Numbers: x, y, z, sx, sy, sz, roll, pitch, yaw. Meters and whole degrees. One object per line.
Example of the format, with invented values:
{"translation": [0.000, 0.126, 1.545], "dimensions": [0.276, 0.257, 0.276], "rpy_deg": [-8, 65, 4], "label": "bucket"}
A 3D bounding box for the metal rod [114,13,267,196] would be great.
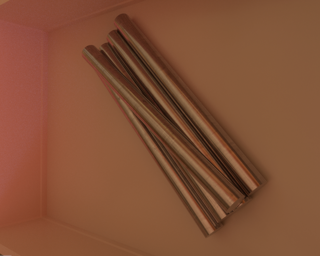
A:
{"translation": [0.023, -0.046, 0.387], "dimensions": [0.025, 0.025, 0.300], "rpy_deg": [-50, 61, 28], "label": "metal rod"}

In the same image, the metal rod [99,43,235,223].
{"translation": [-0.004, -0.011, 0.409], "dimensions": [0.025, 0.025, 0.300], "rpy_deg": [-50, 61, 28], "label": "metal rod"}

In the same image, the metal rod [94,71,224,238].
{"translation": [-0.016, 0.009, 0.419], "dimensions": [0.025, 0.025, 0.300], "rpy_deg": [-50, 61, 28], "label": "metal rod"}

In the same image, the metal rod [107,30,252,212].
{"translation": [0.010, -0.027, 0.397], "dimensions": [0.025, 0.025, 0.300], "rpy_deg": [-50, 61, 28], "label": "metal rod"}

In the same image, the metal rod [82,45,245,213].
{"translation": [-0.014, -0.018, 0.383], "dimensions": [0.300, 0.025, 0.025], "rpy_deg": [46, 118, 30], "label": "metal rod"}
